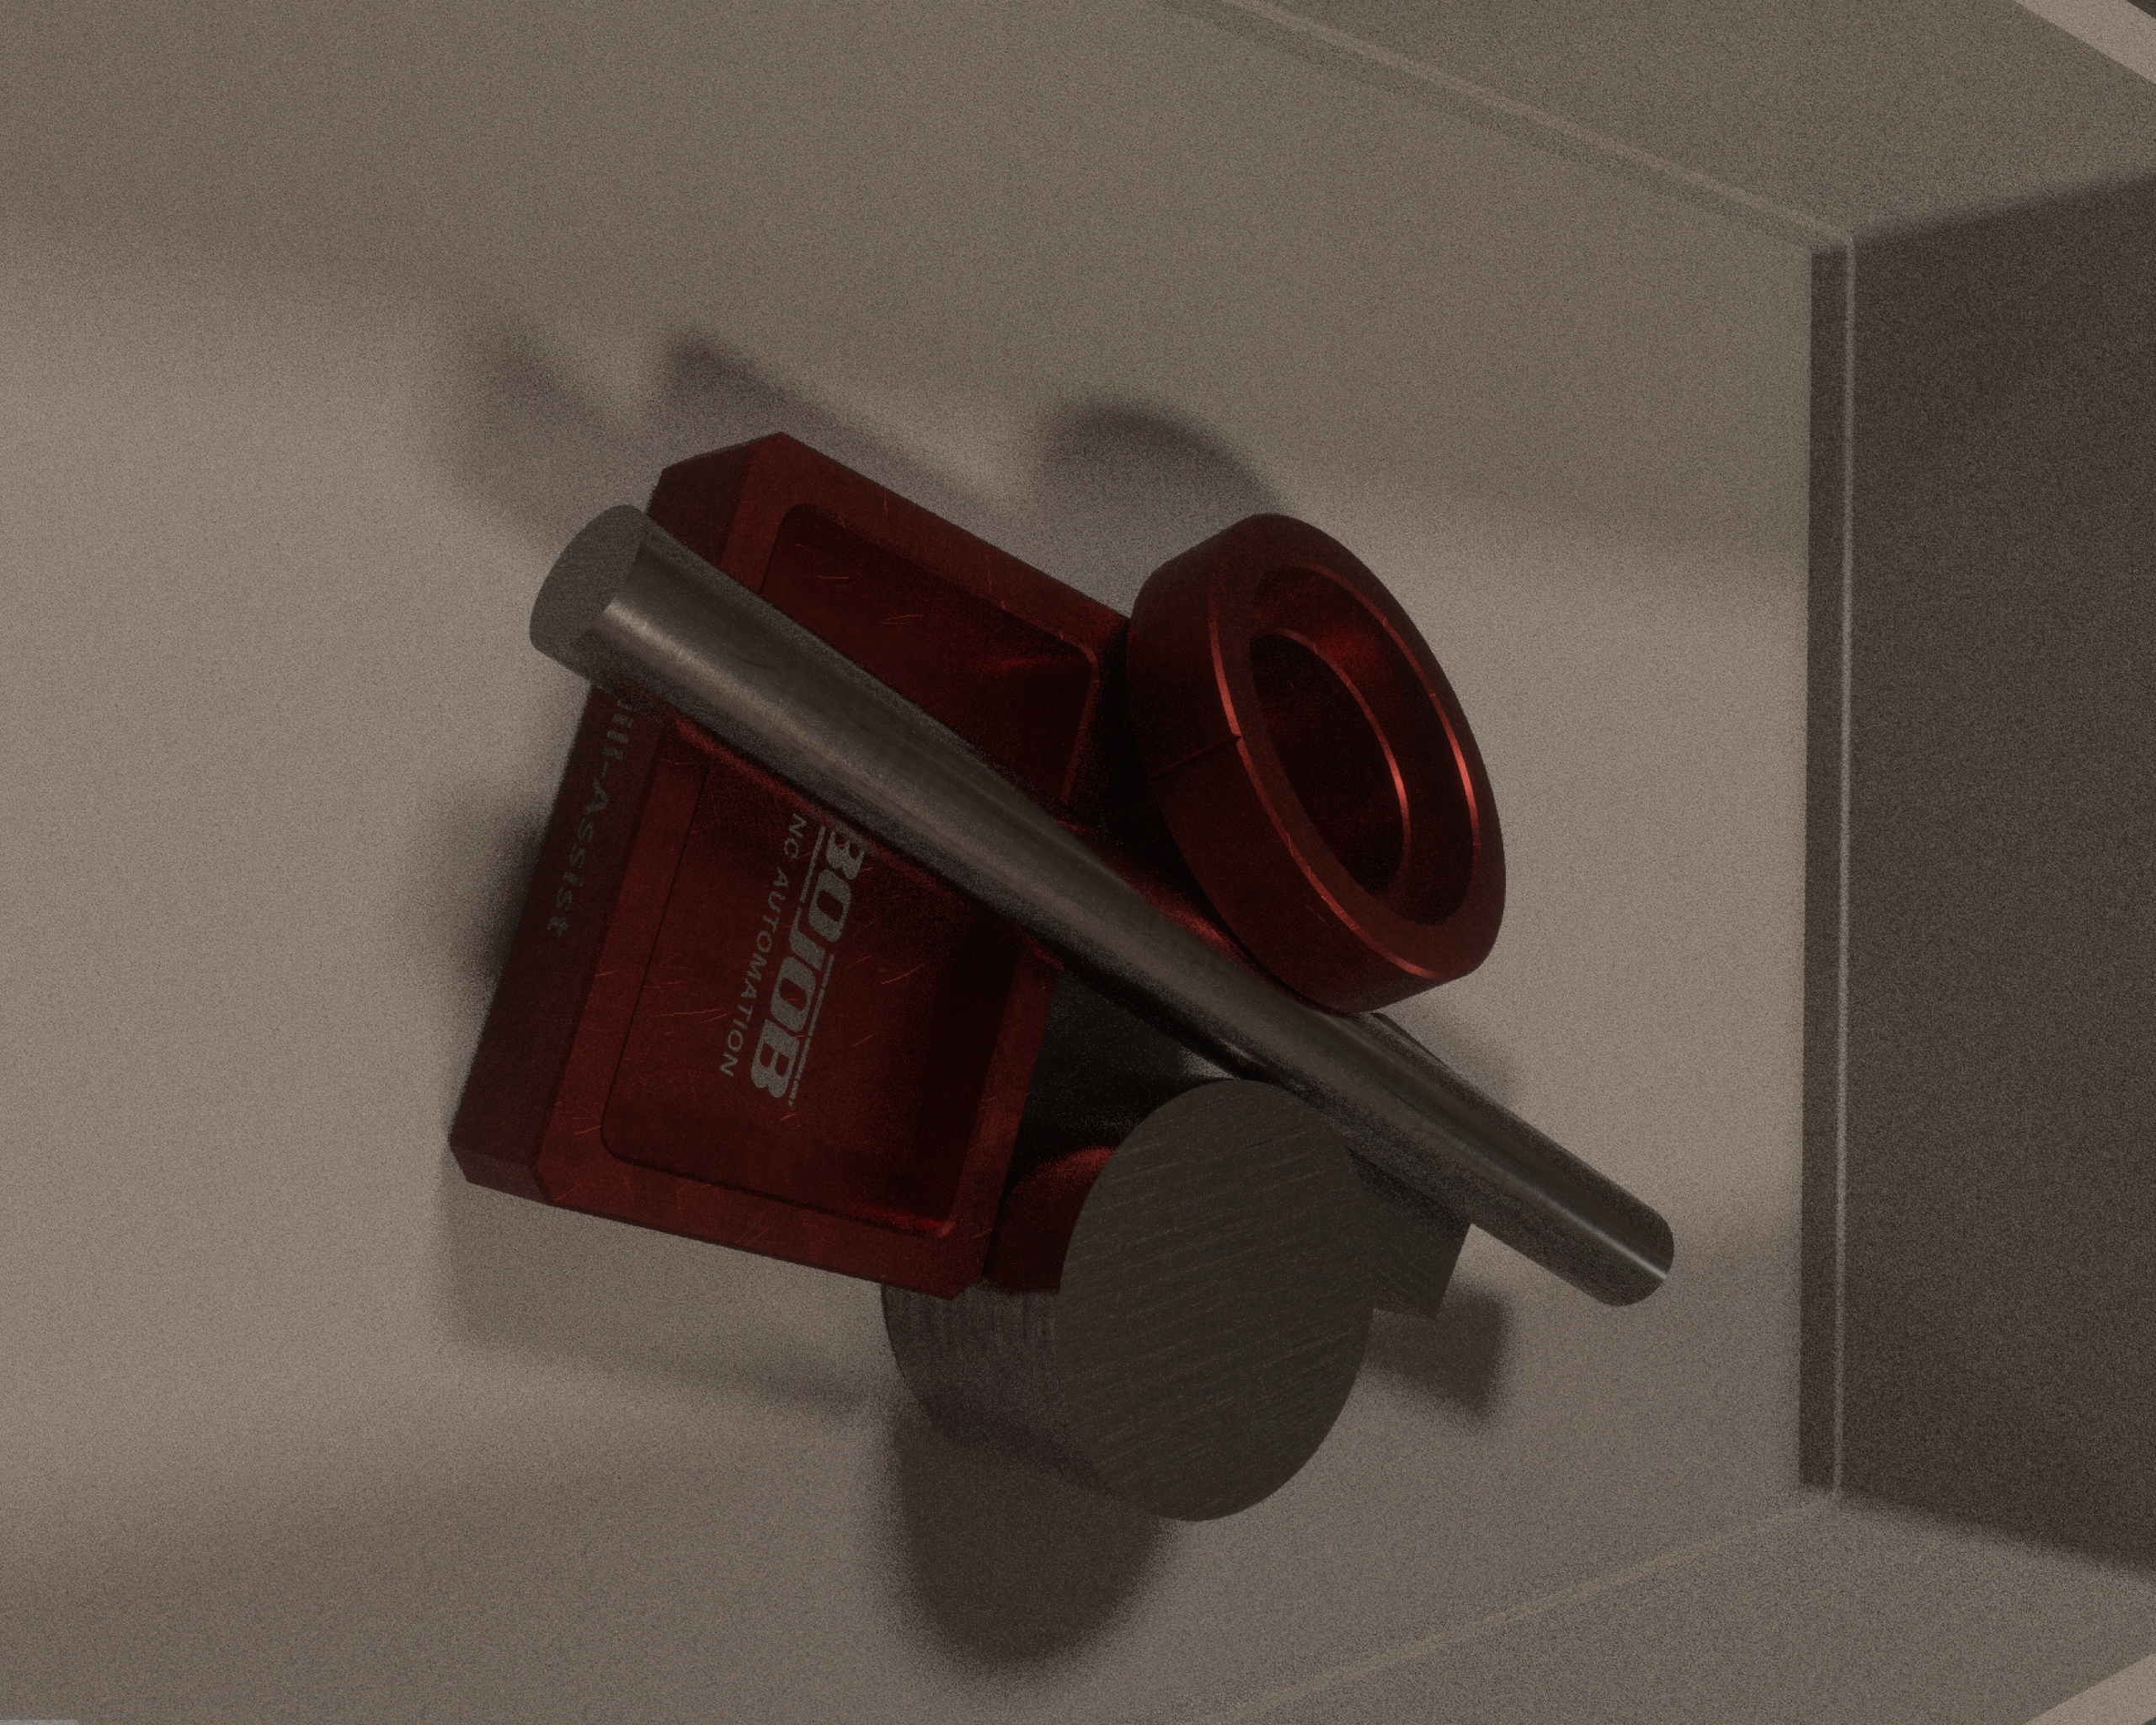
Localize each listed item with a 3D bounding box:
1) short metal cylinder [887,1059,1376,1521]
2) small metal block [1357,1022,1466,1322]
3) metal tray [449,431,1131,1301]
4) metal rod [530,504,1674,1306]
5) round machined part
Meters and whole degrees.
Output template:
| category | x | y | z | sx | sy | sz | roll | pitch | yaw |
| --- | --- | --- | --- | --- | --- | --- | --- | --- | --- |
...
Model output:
| category | x | y | z | sx | sy | sz | roll | pitch | yaw |
| --- | --- | --- | --- | --- | --- | --- | --- | --- | --- |
| short metal cylinder | 0.011 | 0.079 | 0.399 | 0.081 | 0.050 | 0.079 | 0 | 90 | -40 |
| small metal block | 0.064 | 0.066 | 0.460 | 0.050 | 0.025 | 0.050 | 39 | 66 | -34 |
| metal tray | -0.044 | 0.003 | 0.364 | 0.090 | 0.030 | 0.130 | 24 | 75 | -38 |
| metal rod | 0.028 | 0.025 | 0.393 | 0.301 | 0.025 | 0.025 | 34 | 69 | -38 |
| round machined part | 0.040 | -0.016 | 0.413 | 0.098 | 0.042 | 0.098 | 32 | 45 | -39 |
